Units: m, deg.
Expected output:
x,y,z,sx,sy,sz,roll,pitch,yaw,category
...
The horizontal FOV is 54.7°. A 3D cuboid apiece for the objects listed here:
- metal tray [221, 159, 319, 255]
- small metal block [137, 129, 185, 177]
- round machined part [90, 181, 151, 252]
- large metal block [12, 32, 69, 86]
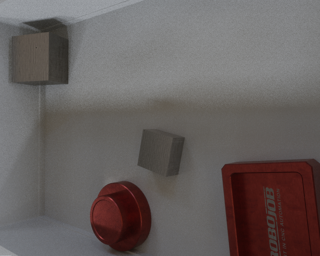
x,y,z,sx,sy,sz,roll,pitch,yaw,category
0.114,0.098,0.308,0.090,0.030,0.129,-8,85,39,metal tray
0.001,0.031,0.404,0.050,0.025,0.050,16,100,38,small metal block
-0.063,0.128,0.445,0.098,0.042,0.097,0,90,39,round machined part
-0.211,-0.119,0.547,0.080,0.050,0.079,1,91,21,large metal block
